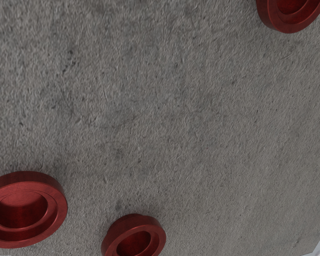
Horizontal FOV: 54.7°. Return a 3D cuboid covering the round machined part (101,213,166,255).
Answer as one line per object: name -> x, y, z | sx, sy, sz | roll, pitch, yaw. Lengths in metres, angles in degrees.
round machined part -> -0.043, 0.172, 0.478 | 0.099, 0.042, 0.097 | -14, 124, -21

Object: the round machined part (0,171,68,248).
round machined part -> -0.162, 0.089, 0.362 | 0.099, 0.042, 0.097 | -14, 124, -21

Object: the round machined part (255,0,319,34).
round machined part -> 0.156, -0.169, 0.376 | 0.099, 0.042, 0.097 | -14, 124, -21
